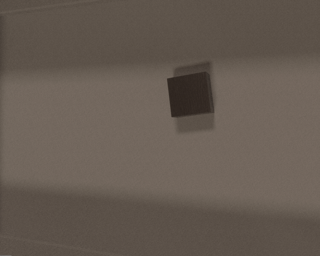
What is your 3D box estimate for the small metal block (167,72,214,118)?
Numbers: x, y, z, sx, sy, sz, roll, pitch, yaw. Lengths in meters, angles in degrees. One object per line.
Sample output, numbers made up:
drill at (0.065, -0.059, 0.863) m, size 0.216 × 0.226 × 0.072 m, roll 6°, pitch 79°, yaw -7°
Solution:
small metal block at (0.039, -0.041, 0.396) m, size 0.050 × 0.025 × 0.050 m, roll -7°, pitch 88°, yaw 19°
